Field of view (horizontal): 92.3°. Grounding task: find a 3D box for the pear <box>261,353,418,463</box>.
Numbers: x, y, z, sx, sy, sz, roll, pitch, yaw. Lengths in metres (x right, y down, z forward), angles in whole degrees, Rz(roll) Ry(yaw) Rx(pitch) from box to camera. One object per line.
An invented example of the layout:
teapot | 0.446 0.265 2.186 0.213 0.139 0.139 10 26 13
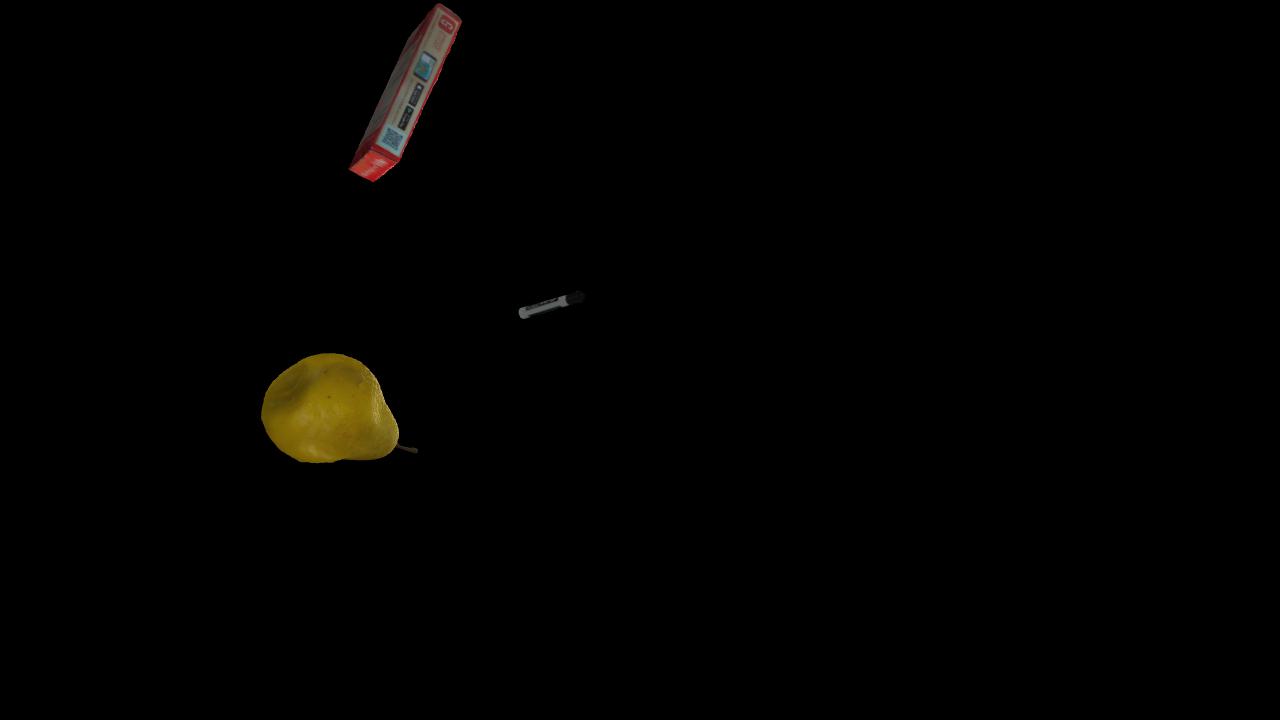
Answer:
pear | -0.217 0.048 0.456 0.080 0.080 0.111 0 -38 28

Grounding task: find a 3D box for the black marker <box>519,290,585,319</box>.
black marker | -0.139 -0.087 0.970 0.121 0.020 0.020 -12 -6 27

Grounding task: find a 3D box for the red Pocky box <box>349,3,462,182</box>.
red Pocky box | -0.217 -0.243 0.568 0.028 0.155 0.083 27 -14 -36
